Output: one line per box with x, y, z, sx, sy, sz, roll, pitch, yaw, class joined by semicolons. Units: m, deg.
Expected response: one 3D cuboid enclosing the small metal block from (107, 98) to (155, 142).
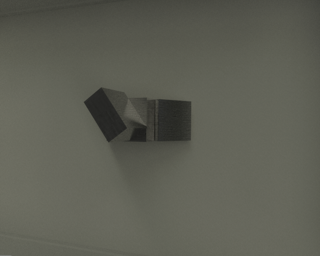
-0.034;-0.010;0.367;0.050;0.025;0.050;1;90;20;small metal block

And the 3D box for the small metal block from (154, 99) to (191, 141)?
0.012;-0.009;0.389;0.025;0.050;0.050;1;90;54;small metal block

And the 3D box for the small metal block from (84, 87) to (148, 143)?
-0.046;-0.013;0.331;0.025;0.050;0.050;-37;78;17;small metal block

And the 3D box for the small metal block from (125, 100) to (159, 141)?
-0.022;-0.010;0.403;0.025;0.050;0.050;1;90;20;small metal block

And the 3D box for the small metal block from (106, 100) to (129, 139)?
-0.057;-0.011;0.412;0.025;0.050;0.050;1;90;-14;small metal block
